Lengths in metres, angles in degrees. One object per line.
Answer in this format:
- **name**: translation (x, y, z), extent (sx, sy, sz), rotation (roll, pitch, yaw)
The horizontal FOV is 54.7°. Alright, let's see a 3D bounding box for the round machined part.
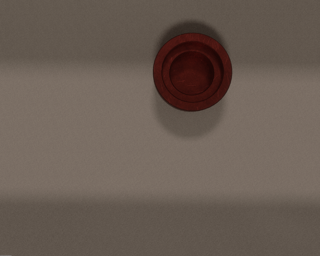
- **round machined part**: translation (0.040, -0.070, 0.403), extent (0.099, 0.042, 0.097), rotation (0, 90, -1)
